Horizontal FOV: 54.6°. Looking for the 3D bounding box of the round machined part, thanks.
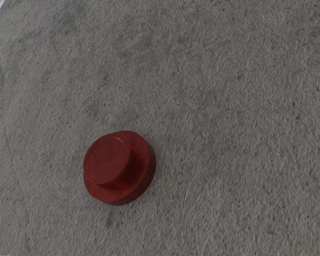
[{"bbox_3d":[-0.058,0.046,0.397,0.098,0.042,0.098,-13,56,21],"label":"round machined part"}]
